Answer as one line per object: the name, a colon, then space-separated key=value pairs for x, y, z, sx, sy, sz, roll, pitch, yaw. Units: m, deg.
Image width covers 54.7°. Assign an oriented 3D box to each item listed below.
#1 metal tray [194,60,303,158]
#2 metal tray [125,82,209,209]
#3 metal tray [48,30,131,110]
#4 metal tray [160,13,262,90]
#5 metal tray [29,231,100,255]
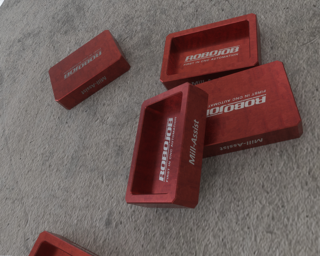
metal tray: x=0.088 y=-0.020 z=0.366 sx=0.130 sy=0.030 sz=0.090 roll=-15 pitch=56 yaw=19
metal tray: x=0.007 y=0.022 z=0.350 sx=0.090 sy=0.030 sz=0.130 roll=-17 pitch=58 yaw=50
metal tray: x=-0.123 y=-0.100 z=0.527 sx=0.130 sy=0.030 sz=0.090 roll=-33 pitch=52 yaw=7
metal tray: x=0.069 y=-0.101 z=0.425 sx=0.130 sy=0.030 sz=0.090 roll=-7 pitch=59 yaw=24
metal tray: x=-0.102 y=0.181 z=0.343 sx=0.130 sy=0.030 sz=0.090 roll=11 pitch=67 yaw=32
